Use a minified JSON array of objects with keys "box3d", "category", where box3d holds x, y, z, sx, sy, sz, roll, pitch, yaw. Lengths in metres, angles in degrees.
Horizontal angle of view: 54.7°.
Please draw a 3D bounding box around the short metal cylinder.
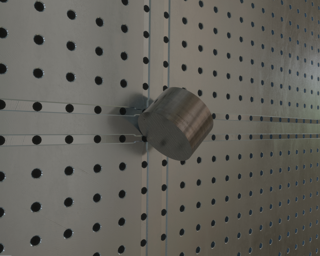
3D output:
[{"box3d":[0.019,-0.005,0.391,0.050,0.080,0.080,-48,119,-29],"category":"short metal cylinder"}]
